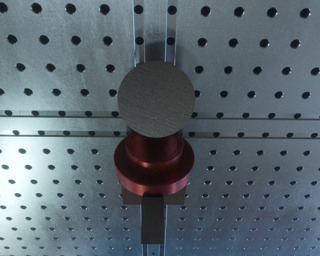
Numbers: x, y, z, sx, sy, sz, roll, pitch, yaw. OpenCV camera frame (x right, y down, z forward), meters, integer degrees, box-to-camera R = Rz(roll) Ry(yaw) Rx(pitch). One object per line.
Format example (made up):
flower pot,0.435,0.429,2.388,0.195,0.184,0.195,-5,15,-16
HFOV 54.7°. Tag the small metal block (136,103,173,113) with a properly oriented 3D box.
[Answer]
small metal block,-0.007,-0.017,0.396,0.050,0.025,0.050,0,130,-1

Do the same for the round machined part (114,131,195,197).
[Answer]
round machined part,-0.007,0.032,0.377,0.099,0.098,0.042,1,130,-1

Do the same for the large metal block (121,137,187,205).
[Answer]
large metal block,-0.008,0.056,0.422,0.081,0.080,0.050,1,130,-1

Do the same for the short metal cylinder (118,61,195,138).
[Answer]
short metal cylinder,-0.004,-0.033,0.345,0.081,0.050,0.079,0,100,-1

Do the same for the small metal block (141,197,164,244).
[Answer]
small metal block,-0.009,0.107,0.367,0.025,0.050,0.050,1,168,-2
